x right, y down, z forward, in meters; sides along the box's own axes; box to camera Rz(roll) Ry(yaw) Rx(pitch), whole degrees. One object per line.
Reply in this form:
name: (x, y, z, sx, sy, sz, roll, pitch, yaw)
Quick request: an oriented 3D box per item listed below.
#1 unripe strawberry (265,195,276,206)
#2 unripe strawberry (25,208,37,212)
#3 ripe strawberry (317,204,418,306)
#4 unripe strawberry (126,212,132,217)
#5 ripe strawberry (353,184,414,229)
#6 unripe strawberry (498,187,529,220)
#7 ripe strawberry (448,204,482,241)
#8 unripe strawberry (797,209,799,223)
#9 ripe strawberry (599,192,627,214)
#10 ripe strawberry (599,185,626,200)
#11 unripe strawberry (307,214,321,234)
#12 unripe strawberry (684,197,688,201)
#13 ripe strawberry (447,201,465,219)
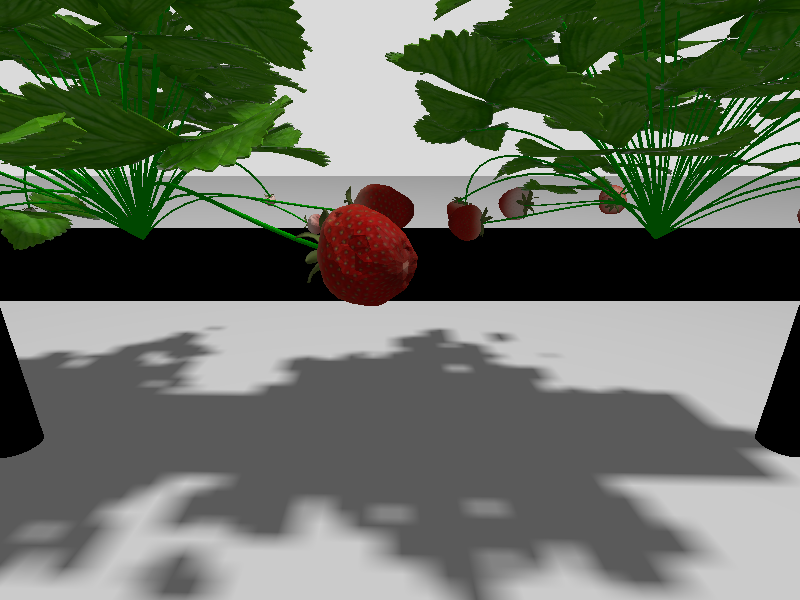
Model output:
unripe strawberry: (-0.199, -0.153, 0.617, 0.015, 0.017, 0.017, 2, -43, 5)
unripe strawberry: (-0.398, -0.093, 0.432, 0.010, 0.011, 0.011, 9, 21, 26)
ripe strawberry: (-0.014, -0.018, 0.175, 0.044, 0.046, 0.040, 16, 24, 37)
unripe strawberry: (-0.287, -0.088, 0.431, 0.013, 0.014, 0.014, -13, 22, -34)
ripe strawberry: (-0.014, -0.078, 0.350, 0.052, 0.045, 0.052, 0, 19, -2)
unripe strawberry: (0.133, -0.112, 0.465, 0.033, 0.038, 0.036, -13, 22, -34)
ripe strawberry: (0.055, -0.066, 0.340, 0.029, 0.030, 0.026, -1, 19, -2)
unripe strawberry: (0.429, -0.088, 0.416, 0.023, 0.023, 0.025, -7, 20, -18)
ripe strawberry: (0.273, -0.124, 0.515, 0.032, 0.027, 0.032, 5, 12, 14)
ripe strawberry: (0.307, -0.149, 0.580, 0.034, 0.036, 0.037, 6, 19, 17)
unripe strawberry: (-0.076, -0.070, 0.369, 0.019, 0.019, 0.021, 0, 19, -9)
unripe strawberry: (0.365, -0.128, 0.515, 0.011, 0.011, 0.010, 14, 23, 36)
ripe strawberry: (0.064, -0.100, 0.455, 0.023, 0.023, 0.025, 36, 33, 22)
